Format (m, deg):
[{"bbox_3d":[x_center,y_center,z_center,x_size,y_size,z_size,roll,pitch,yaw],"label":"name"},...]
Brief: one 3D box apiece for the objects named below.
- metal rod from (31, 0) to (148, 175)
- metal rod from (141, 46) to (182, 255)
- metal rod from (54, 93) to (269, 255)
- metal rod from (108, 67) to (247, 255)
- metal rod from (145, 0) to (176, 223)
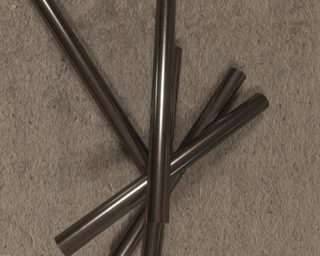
[{"bbox_3d":[-0.092,-0.068,0.408,0.025,0.025,0.299,-32,90,0],"label":"metal rod"},{"bbox_3d":[0.001,0.043,0.390,0.025,0.025,0.298,6,82,-1],"label":"metal rod"},{"bbox_3d":[0.017,0.044,0.367,0.302,0.025,0.025,-34,90,-18],"label":"metal rod"},{"bbox_3d":[0.022,0.052,0.410,0.025,0.025,0.299,33,90,-1],"label":"metal rod"},{"bbox_3d":[0.003,-0.044,0.365,0.025,0.025,0.299,3,72,-1],"label":"metal rod"}]
